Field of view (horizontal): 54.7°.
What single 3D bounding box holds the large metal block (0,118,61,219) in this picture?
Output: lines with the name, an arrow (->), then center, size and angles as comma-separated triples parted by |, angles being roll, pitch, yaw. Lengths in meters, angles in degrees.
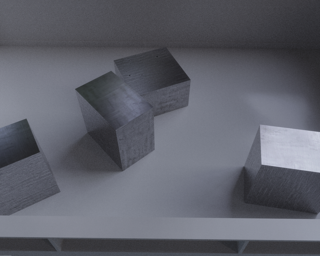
large metal block -> -0.162, 0.047, 0.328 | 0.081, 0.080, 0.050 | -24, 54, -19

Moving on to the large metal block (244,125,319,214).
large metal block -> 0.139, 0.046, 0.332 | 0.080, 0.080, 0.050 | 7, 51, 6

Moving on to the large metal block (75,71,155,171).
large metal block -> -0.052, -0.008, 0.376 | 0.050, 0.080, 0.080 | -33, 58, -25

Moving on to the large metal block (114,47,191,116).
large metal block -> -0.012, -0.064, 0.442 | 0.081, 0.050, 0.080 | -19, 53, -15
